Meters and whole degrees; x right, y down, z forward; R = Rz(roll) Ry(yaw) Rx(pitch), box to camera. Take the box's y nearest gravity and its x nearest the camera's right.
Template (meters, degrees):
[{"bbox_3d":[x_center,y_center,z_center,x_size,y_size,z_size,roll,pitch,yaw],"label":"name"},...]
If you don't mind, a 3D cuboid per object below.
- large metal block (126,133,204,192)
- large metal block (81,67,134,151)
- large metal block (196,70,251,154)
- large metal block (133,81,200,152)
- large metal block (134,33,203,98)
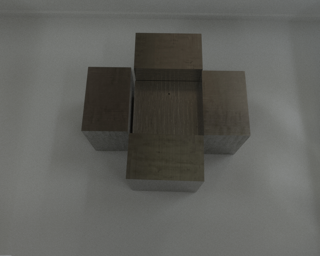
[{"bbox_3d":[0.006,0.043,0.363,0.080,0.080,0.050,2,70,0],"label":"large metal block"},{"bbox_3d":[-0.059,-0.021,0.387,0.050,0.080,0.080,1,70,0],"label":"large metal block"},{"bbox_3d":[0.074,-0.016,0.386,0.050,0.080,0.080,1,70,0],"label":"large metal block"},{"bbox_3d":[0.008,-0.013,0.399,0.080,0.050,0.080,1,70,0],"label":"large metal block"},{"bbox_3d":[0.010,-0.079,0.408,0.080,0.080,0.050,1,70,0],"label":"large metal block"}]
